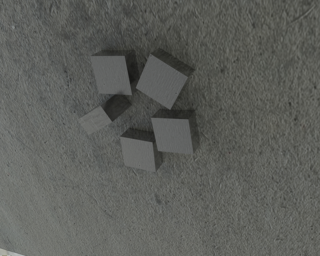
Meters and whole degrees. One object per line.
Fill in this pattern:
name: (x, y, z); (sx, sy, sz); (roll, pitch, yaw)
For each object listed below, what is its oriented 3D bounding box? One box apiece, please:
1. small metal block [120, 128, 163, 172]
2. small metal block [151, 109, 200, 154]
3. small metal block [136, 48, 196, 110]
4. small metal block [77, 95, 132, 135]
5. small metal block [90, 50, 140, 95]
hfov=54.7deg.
small metal block: (-0.025, 0.031, 0.439); (0.050, 0.025, 0.050); (9, 122, 23)
small metal block: (0.021, 0.004, 0.399); (0.050, 0.025, 0.050); (3, 120, 26)
small metal block: (0.006, -0.058, 0.368); (0.050, 0.025, 0.050); (33, 129, 6)
small metal block: (-0.074, -0.021, 0.417); (0.050, 0.050, 0.025); (-25, 105, 37)
small metal block: (-0.055, -0.071, 0.392); (0.050, 0.025, 0.050); (6, 121, 25)
